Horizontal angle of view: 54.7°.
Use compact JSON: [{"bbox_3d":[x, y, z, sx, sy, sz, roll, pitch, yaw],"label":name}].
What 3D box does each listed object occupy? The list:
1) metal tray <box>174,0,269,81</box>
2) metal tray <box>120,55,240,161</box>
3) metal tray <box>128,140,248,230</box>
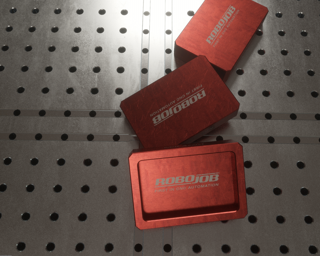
[{"bbox_3d":[0.091,-0.144,0.463,0.090,0.030,0.130,31,72,10],"label":"metal tray"},{"bbox_3d":[0.025,-0.026,0.408,0.130,0.030,0.090,-31,73,-1],"label":"metal tray"},{"bbox_3d":[0.032,0.065,0.367,0.131,0.030,0.089,-6,94,-3],"label":"metal tray"}]
